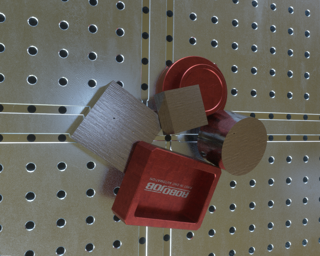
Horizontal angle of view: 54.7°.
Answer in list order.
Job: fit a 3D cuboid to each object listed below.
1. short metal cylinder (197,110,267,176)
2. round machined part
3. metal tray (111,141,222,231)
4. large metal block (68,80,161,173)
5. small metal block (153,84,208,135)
[{"bbox_3d":[0.099,0.019,0.424,0.081,0.050,0.079,-9,109,-29],"label":"short metal cylinder"},{"bbox_3d":[0.050,-0.050,0.422,0.099,0.042,0.097,0,90,-20],"label":"round machined part"},{"bbox_3d":[0.014,0.076,0.385,0.131,0.030,0.090,21,90,-41],"label":"metal tray"},{"bbox_3d":[-0.053,0.001,0.380,0.080,0.050,0.080,37,78,-16],"label":"large metal block"},{"bbox_3d":[0.025,-0.022,0.373,0.050,0.025,0.050,-15,92,-31],"label":"small metal block"}]
